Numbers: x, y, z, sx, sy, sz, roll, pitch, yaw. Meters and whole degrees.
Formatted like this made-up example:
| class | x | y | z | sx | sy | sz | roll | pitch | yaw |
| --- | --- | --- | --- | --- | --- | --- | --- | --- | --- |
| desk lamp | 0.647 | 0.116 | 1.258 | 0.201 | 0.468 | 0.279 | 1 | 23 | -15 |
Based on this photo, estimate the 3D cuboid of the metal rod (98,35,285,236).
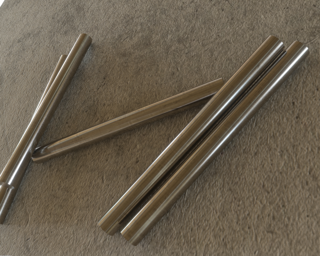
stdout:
| class | x | y | z | sx | sy | sz | roll | pitch | yaw |
| --- | --- | --- | --- | --- | --- | --- | --- | --- | --- |
| metal rod | 0.038 | 0.008 | 0.369 | 0.300 | 0.025 | 0.025 | -47 | 51 | -2 |

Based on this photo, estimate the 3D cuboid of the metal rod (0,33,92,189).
| class | x | y | z | sx | sy | sz | roll | pitch | yaw |
| --- | --- | --- | --- | --- | --- | --- | --- | --- | --- |
| metal rod | -0.175 | -0.045 | 0.502 | 0.025 | 0.025 | 0.300 | -2 | 54 | 27 |

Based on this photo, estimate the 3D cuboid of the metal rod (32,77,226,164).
| class | x | y | z | sx | sy | sz | roll | pitch | yaw |
| --- | --- | --- | --- | --- | --- | --- | --- | --- | --- |
| metal rod | -0.053 | -0.005 | 0.435 | 0.301 | 0.025 | 0.025 | -20 | 54 | 16 |

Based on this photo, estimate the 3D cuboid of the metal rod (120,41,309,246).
| class | x | y | z | sx | sy | sz | roll | pitch | yaw |
| --- | --- | --- | --- | --- | --- | --- | --- | --- | --- |
| metal rod | 0.067 | 0.014 | 0.360 | 0.300 | 0.025 | 0.025 | -47 | 51 | -5 |

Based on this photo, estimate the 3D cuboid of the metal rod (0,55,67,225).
| class | x | y | z | sx | sy | sz | roll | pitch | yaw |
| --- | --- | --- | --- | --- | --- | --- | --- | --- | --- |
| metal rod | -0.205 | 0.004 | 0.509 | 0.025 | 0.025 | 0.300 | 0 | 62 | 28 |
